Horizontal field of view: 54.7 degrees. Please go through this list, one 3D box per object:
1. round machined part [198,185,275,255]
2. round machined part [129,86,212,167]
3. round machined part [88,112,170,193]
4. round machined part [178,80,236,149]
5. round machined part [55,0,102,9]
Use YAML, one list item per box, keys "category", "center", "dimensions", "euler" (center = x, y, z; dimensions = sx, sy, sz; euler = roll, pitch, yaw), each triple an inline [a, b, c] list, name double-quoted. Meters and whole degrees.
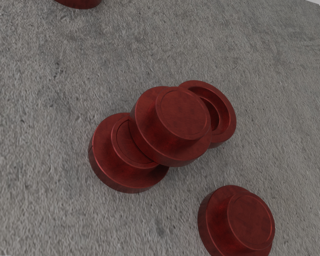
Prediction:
- category: "round machined part"
  center: [0.099, 0.115, 0.375]
  dimensions: [0.099, 0.042, 0.098]
  euler: [14, 56, -21]
- category: "round machined part"
  center: [0.018, -0.008, 0.354]
  dimensions: [0.099, 0.042, 0.098]
  euler: [14, 56, -21]
- category: "round machined part"
  center: [-0.030, 0.023, 0.362]
  dimensions: [0.099, 0.042, 0.098]
  euler: [14, 56, -21]
- category: "round machined part"
  center: [0.053, -0.015, 0.430]
  dimensions: [0.099, 0.042, 0.098]
  euler: [14, 56, -21]
- category: "round machined part"
  center: [-0.128, -0.230, 0.464]
  dimensions: [0.099, 0.042, 0.098]
  euler: [14, 56, -21]
